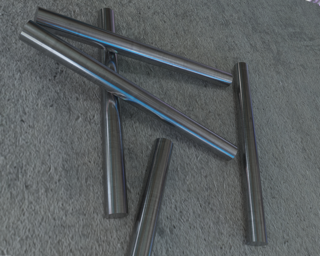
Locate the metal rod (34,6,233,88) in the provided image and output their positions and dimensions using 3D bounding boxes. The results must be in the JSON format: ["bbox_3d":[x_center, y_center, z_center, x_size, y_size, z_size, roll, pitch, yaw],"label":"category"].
[{"bbox_3d":[-0.016,-0.103,0.433,0.302,0.025,0.025,11,57,-32],"label":"metal rod"}]

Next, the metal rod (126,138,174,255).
[{"bbox_3d":[-0.023,0.138,0.306,0.025,0.025,0.300,24,53,-14],"label":"metal rod"}]

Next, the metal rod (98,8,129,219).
[{"bbox_3d":[-0.063,-0.039,0.393,0.025,0.025,0.299,7,59,-25],"label":"metal rod"}]

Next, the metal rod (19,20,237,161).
[{"bbox_3d":[-0.023,-0.035,0.385,0.301,0.025,0.025,30,52,-20],"label":"metal rod"}]

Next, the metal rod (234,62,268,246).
[{"bbox_3d":[0.131,0.018,0.463,0.025,0.025,0.300,18,55,-18],"label":"metal rod"}]
